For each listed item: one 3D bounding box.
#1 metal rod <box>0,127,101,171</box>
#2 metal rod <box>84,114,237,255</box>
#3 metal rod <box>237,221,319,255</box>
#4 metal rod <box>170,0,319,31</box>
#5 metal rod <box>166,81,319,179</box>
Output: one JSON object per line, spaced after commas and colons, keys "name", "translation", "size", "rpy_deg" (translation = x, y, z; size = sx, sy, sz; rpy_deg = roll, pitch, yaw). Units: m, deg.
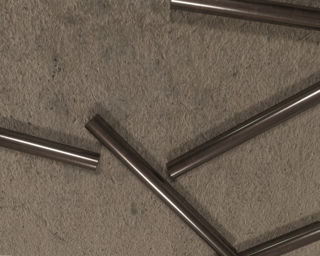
{"name": "metal rod", "translation": [-0.229, 0.007, 0.408], "size": [0.302, 0.025, 0.025], "rpy_deg": [16, 109, -7]}
{"name": "metal rod", "translation": [0.010, 0.094, 0.444], "size": [0.025, 0.025, 0.300], "rpy_deg": [-40, 106, 13]}
{"name": "metal rod", "translation": [0.115, 0.218, 0.491], "size": [0.301, 0.025, 0.025], "rpy_deg": [-26, 108, 8]}
{"name": "metal rod", "translation": [0.163, -0.131, 0.363], "size": [0.302, 0.025, 0.025], "rpy_deg": [7, 110, -3]}
{"name": "metal rod", "translation": [0.144, -0.012, 0.407], "size": [0.300, 0.025, 0.025], "rpy_deg": [-29, 108, 10]}
